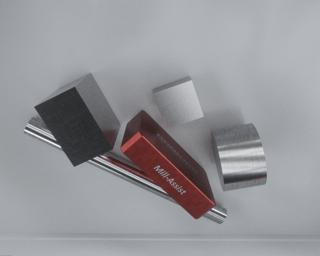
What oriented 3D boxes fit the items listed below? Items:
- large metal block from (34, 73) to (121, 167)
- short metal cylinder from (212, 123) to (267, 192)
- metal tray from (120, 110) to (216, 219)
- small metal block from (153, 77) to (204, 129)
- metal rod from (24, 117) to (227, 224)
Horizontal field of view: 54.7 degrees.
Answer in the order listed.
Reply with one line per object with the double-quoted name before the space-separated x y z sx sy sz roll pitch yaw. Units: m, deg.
"large metal block" -0.093 -0.013 0.374 0.050 0.080 0.080 -25 109 8
"short metal cylinder" 0.098 0.037 0.395 0.050 0.080 0.079 -11 110 4
"metal tray" 0.011 0.043 0.390 0.030 0.090 0.130 -42 105 13
"small metal block" 0.023 -0.033 0.397 0.050 0.025 0.050 -19 109 6
"metal rod" -0.040 0.063 0.433 0.301 0.025 0.025 27 108 -10
